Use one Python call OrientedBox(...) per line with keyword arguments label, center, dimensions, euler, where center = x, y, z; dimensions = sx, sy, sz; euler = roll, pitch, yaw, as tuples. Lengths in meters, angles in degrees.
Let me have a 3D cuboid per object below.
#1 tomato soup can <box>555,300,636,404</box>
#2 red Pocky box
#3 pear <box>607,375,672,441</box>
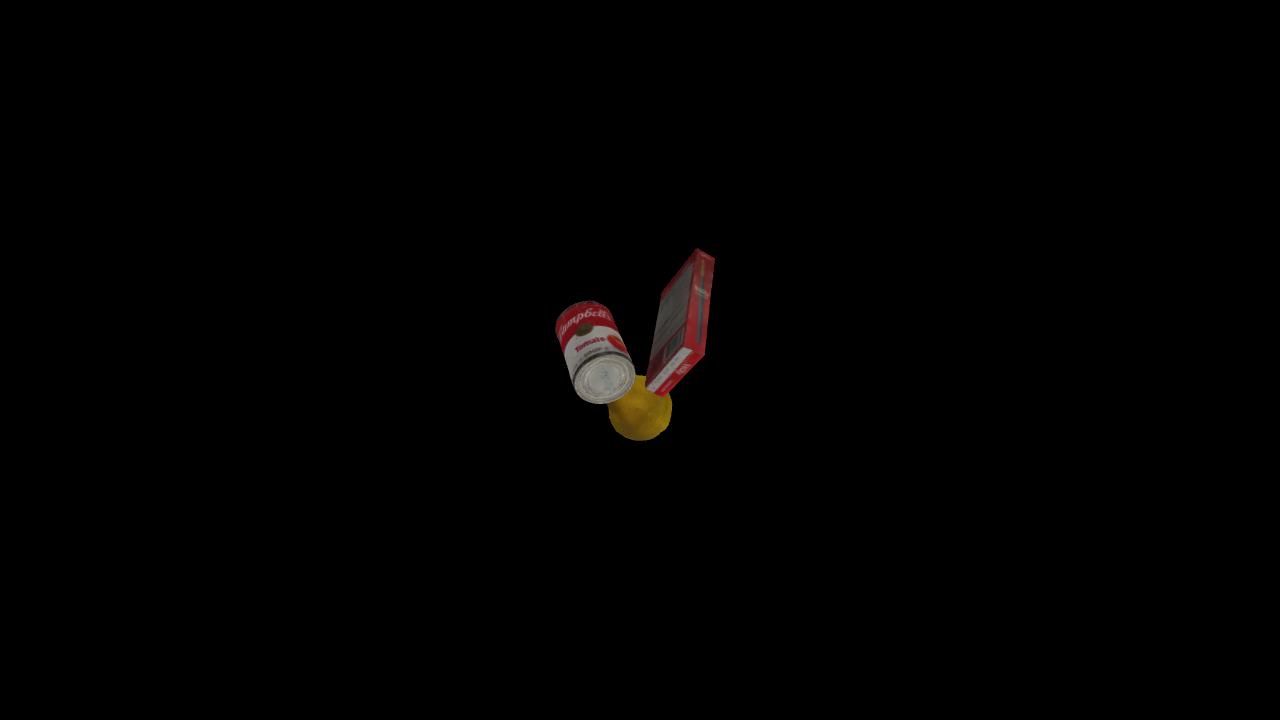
OrientedBox(label="tomato soup can", center=(-0.049, -0.009, 0.664), dimensions=(0.068, 0.068, 0.101), euler=(0, 37, -20))
OrientedBox(label="red Pocky box", center=(0.045, -0.043, 0.661), dimensions=(0.028, 0.155, 0.083), euler=(25, -43, -15))
OrientedBox(label="pear", center=(-0.012, 0.046, 0.720), dimensions=(0.080, 0.080, 0.111), euler=(0, -30, 45))
